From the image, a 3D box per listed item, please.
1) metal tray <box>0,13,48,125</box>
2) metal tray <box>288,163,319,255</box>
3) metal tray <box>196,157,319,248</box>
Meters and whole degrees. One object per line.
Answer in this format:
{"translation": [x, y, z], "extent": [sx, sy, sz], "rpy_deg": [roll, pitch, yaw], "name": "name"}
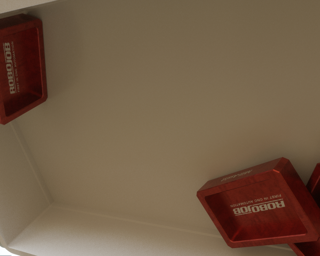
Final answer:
{"translation": [-0.200, -0.080, 0.422], "extent": [0.030, 0.090, 0.129], "rpy_deg": [22, 127, 15], "name": "metal tray"}
{"translation": [0.193, 0.109, 0.336], "extent": [0.090, 0.030, 0.129], "rpy_deg": [-126, 34, -48], "name": "metal tray"}
{"translation": [0.117, 0.097, 0.380], "extent": [0.129, 0.030, 0.090], "rpy_deg": [-31, 91, 47], "name": "metal tray"}
